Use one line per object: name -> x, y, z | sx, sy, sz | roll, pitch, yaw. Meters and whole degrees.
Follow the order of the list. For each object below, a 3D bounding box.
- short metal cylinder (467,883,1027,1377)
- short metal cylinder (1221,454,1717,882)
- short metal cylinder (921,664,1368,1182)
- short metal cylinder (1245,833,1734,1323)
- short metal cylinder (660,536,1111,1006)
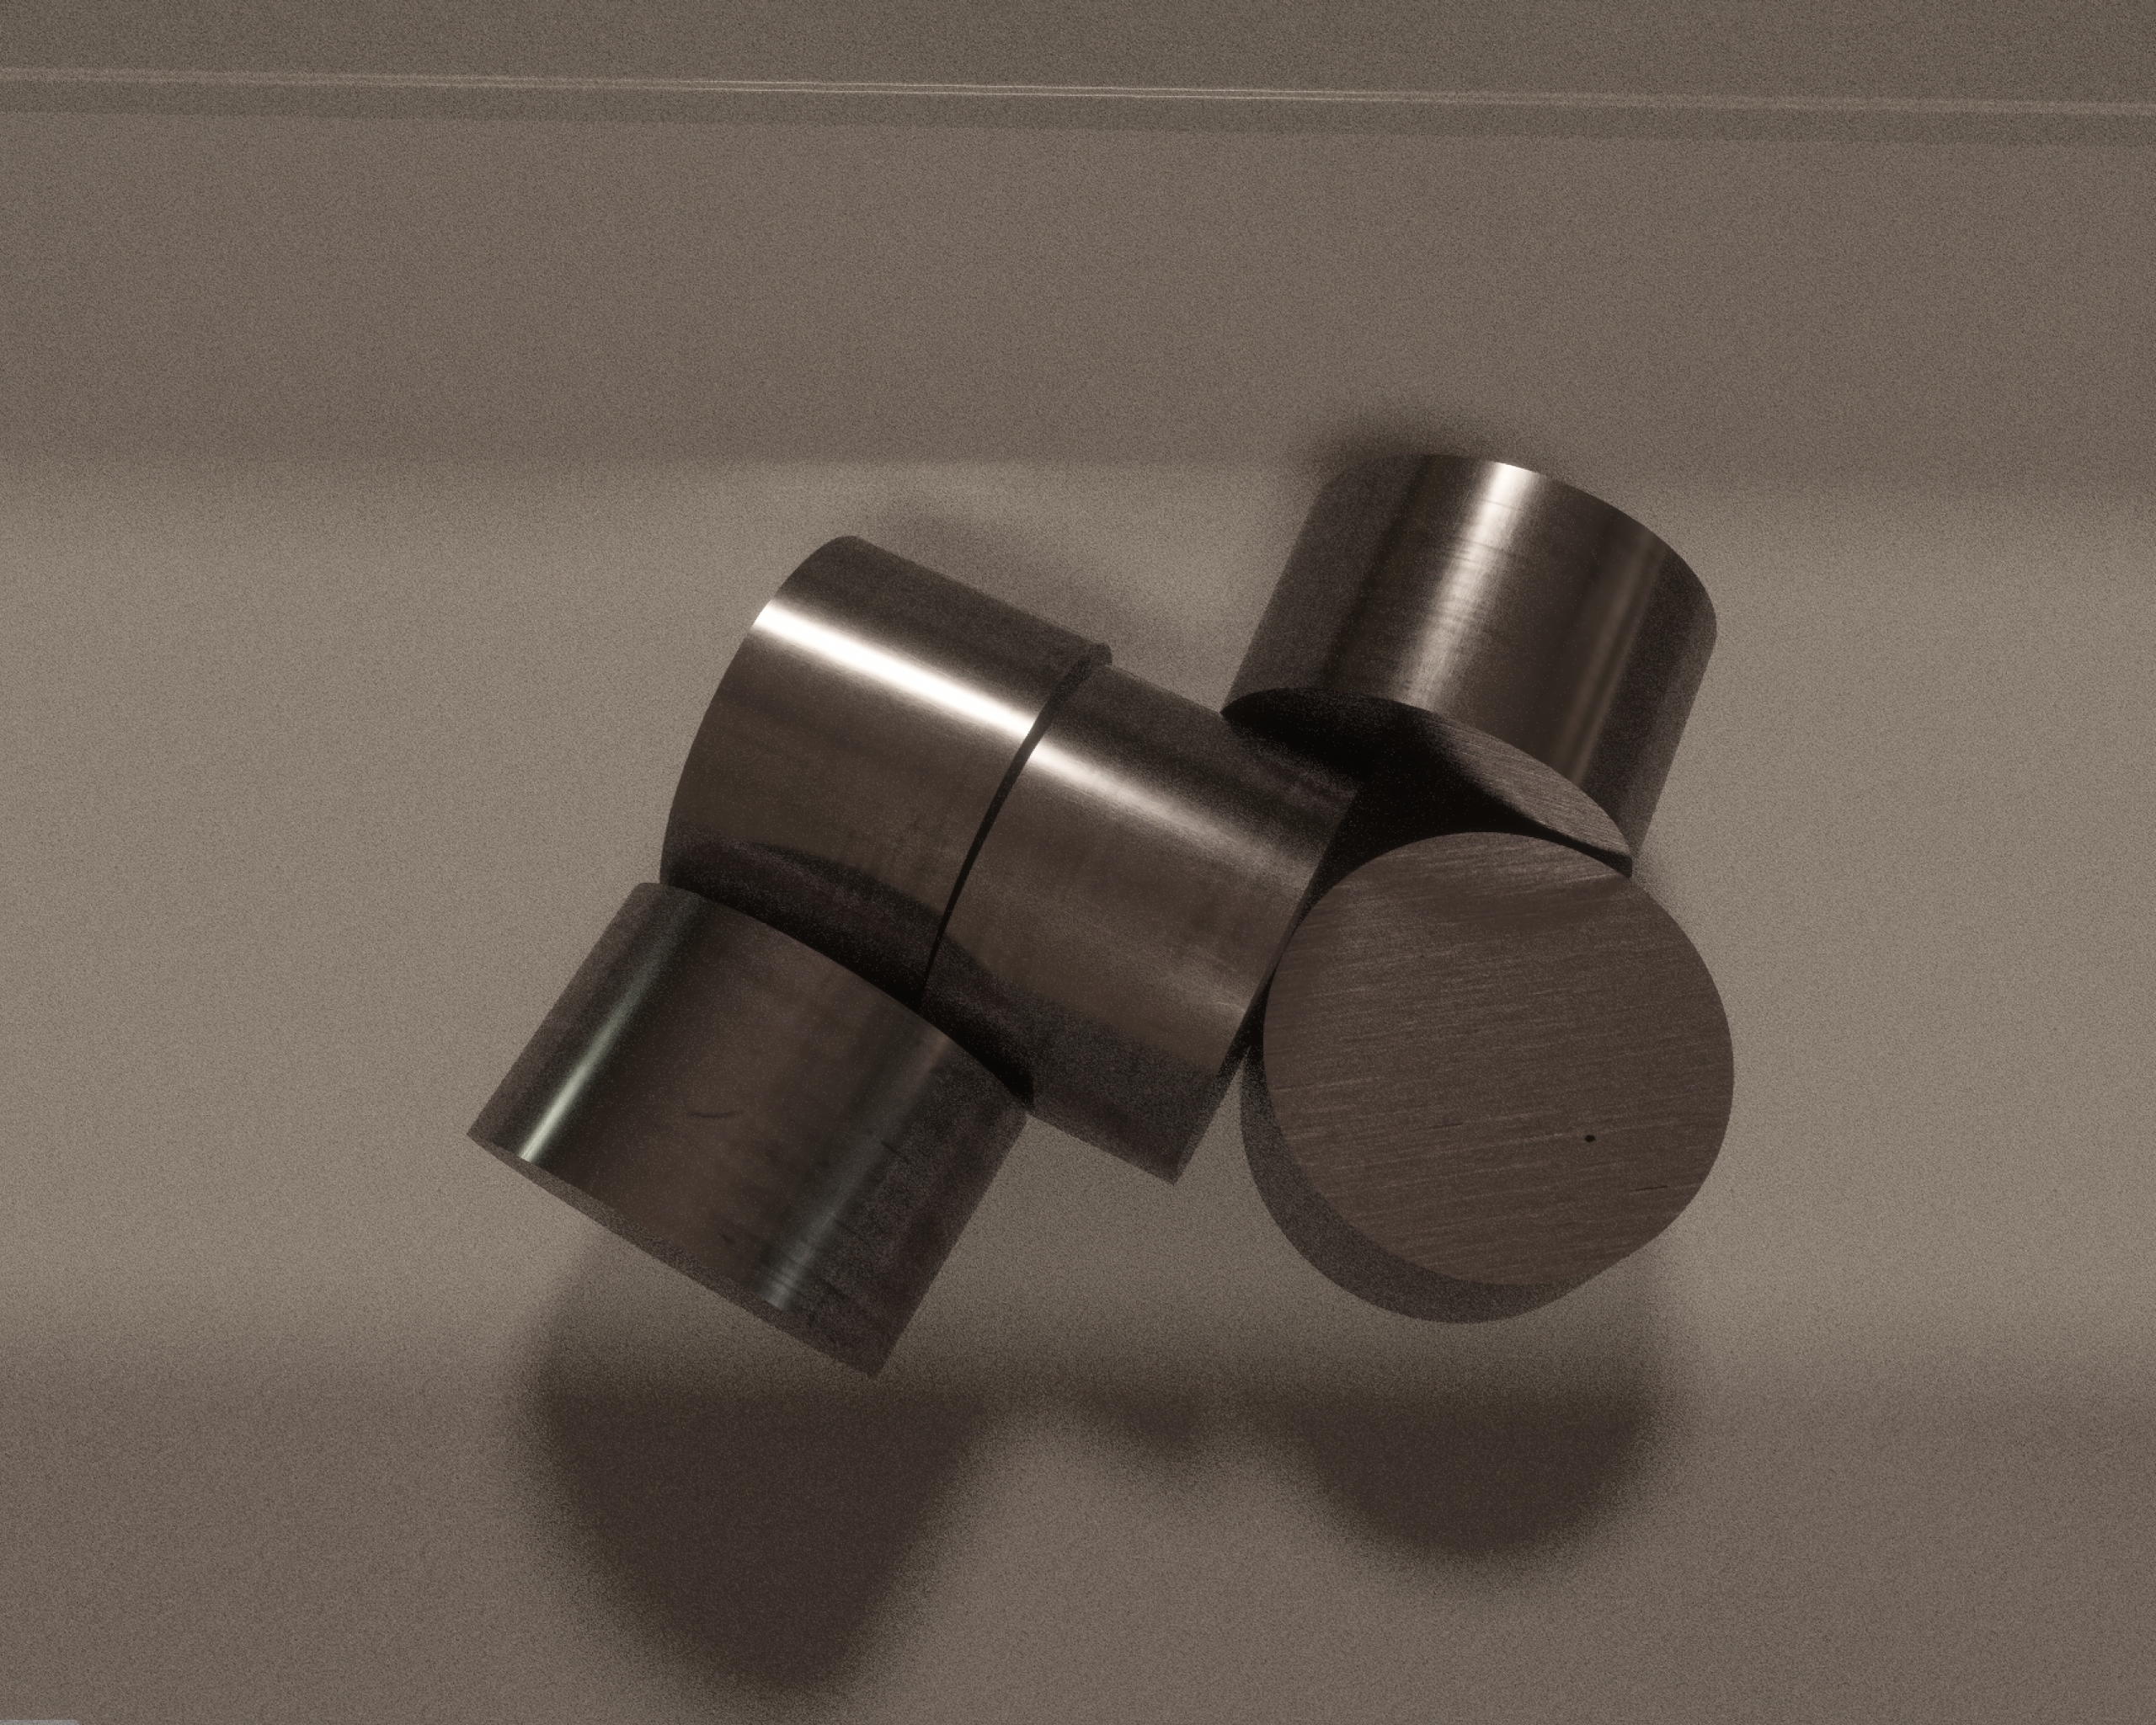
short metal cylinder -> -0.056, 0.047, 0.361 | 0.080, 0.080, 0.050 | 28, 72, 9
short metal cylinder -> 0.072, -0.032, 0.391 | 0.080, 0.080, 0.050 | 22, 72, 7
short metal cylinder -> 0.012, 0.011, 0.375 | 0.050, 0.080, 0.080 | 25, 72, 8
short metal cylinder -> 0.072, 0.040, 0.380 | 0.081, 0.050, 0.080 | 0, 70, 0
short metal cylinder -> -0.034, -0.013, 0.383 | 0.050, 0.080, 0.080 | 24, 72, 8
